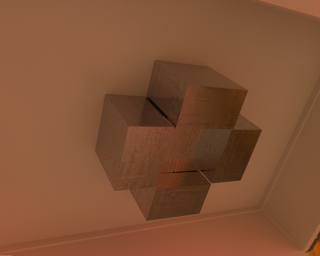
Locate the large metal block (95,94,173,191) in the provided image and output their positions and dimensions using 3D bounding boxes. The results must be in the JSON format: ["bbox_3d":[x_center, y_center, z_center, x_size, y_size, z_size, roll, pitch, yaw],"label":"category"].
[{"bbox_3d":[-0.035,0.014,0.362,0.050,0.080,0.079,1,118,-29],"label":"large metal block"}]

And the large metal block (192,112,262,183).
[{"bbox_3d":[0.081,0.018,0.427,0.050,0.080,0.079,1,118,-29],"label":"large metal block"}]

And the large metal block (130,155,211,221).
[{"bbox_3d":[0.008,0.074,0.421,0.081,0.080,0.050,2,118,-29],"label":"large metal block"}]

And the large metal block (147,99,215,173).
[{"bbox_3d":[0.019,0.010,0.406,0.081,0.050,0.079,1,118,-29],"label":"large metal block"}]

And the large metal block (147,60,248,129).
[{"bbox_3d":[0.041,-0.040,0.368,0.081,0.080,0.050,1,118,-29],"label":"large metal block"}]
